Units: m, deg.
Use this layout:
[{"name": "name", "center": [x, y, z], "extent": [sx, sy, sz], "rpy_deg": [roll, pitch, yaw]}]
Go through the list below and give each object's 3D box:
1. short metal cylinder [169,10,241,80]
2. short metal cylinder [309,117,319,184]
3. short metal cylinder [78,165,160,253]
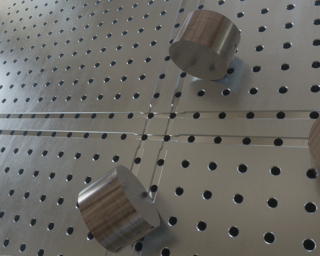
[{"name": "short metal cylinder", "center": [0.059, -0.107, 0.408], "extent": [0.080, 0.080, 0.050], "rpy_deg": [14, 69, 33]}, {"name": "short metal cylinder", "center": [0.181, 0.023, 0.283], "extent": [0.080, 0.050, 0.080], "rpy_deg": [-13, 56, 21]}, {"name": "short metal cylinder", "center": [-0.044, 0.088, 0.342], "extent": [0.050, 0.080, 0.080], "rpy_deg": [-35, 51, 5]}]
